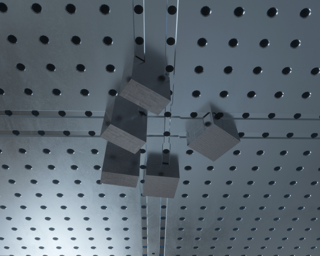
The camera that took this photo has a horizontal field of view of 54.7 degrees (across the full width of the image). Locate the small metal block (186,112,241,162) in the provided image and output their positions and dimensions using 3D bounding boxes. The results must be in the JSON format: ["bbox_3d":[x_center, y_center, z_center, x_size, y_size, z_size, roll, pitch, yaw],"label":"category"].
[{"bbox_3d":[0.072,0.013,0.424,0.050,0.025,0.050,31,123,-24],"label":"small metal block"}]

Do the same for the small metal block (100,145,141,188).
[{"bbox_3d":[-0.055,0.055,0.441,0.050,0.050,0.025,9,129,-8],"label":"small metal block"}]

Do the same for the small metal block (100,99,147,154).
[{"bbox_3d":[-0.044,-0.002,0.393,0.050,0.050,0.025,29,124,-23],"label":"small metal block"}]

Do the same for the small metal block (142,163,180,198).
[{"bbox_3d":[0.001,0.082,0.482,0.050,0.025,0.050,6,130,-6],"label":"small metal block"}]

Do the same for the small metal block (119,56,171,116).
[{"bbox_3d":[-0.016,-0.048,0.354,0.050,0.050,0.025,27,125,-22],"label":"small metal block"}]
